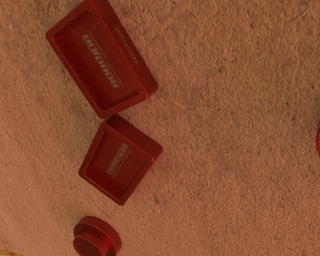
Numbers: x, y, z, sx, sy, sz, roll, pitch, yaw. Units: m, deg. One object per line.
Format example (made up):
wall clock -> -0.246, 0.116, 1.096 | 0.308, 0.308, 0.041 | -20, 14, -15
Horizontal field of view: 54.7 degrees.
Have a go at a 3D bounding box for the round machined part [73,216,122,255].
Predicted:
round machined part -> -0.127, 0.222, 0.598 | 0.098, 0.042, 0.097 | 13, 124, 20

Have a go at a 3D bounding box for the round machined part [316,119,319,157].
round machined part -> 0.203, 0.005, 0.292 | 0.098, 0.042, 0.097 | 13, 124, 20

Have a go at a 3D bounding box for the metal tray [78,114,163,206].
metal tray -> -0.064, 0.051, 0.466 | 0.090, 0.030, 0.129 | 36, 129, 4

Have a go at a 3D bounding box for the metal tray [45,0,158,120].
metal tray -> -0.073, -0.083, 0.388 | 0.090, 0.030, 0.130 | -21, 107, 35
